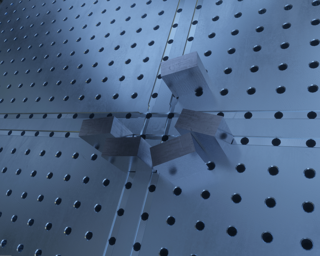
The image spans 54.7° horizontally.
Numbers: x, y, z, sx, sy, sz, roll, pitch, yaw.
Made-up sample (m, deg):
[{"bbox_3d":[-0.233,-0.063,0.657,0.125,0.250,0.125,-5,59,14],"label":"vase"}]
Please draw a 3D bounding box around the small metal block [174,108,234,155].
[{"bbox_3d":[0.052,0.005,0.361,0.050,0.050,0.025,14,69,33],"label":"small metal block"}]

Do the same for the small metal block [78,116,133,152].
[{"bbox_3d":[-0.073,0.009,0.423,0.050,0.050,0.025,-6,59,25],"label":"small metal block"}]

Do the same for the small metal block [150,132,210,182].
[{"bbox_3d":[0.023,0.035,0.358,0.050,0.050,0.025,-22,54,15],"label":"small metal block"}]

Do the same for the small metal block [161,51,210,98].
[{"bbox_3d":[0.034,-0.071,0.416,0.050,0.050,0.025,-14,56,20],"label":"small metal block"}]

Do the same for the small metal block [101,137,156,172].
[{"bbox_3d":[-0.036,0.034,0.389,0.050,0.050,0.025,-3,61,26],"label":"small metal block"}]
